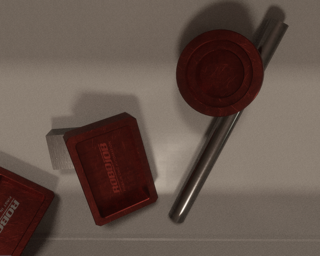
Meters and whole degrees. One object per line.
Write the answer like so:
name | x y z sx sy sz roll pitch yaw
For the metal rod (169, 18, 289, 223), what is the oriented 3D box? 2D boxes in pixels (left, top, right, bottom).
metal rod | 0.083 0.003 0.413 0.025 0.025 0.298 22 108 -8

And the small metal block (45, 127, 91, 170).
small metal block | -0.121 0.027 0.420 0.050 0.025 0.050 -4 110 1

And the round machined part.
round machined part | 0.072 -0.064 0.367 0.098 0.042 0.097 4 101 21

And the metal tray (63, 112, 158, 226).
metal tray | -0.062 0.054 0.410 0.091 0.030 0.129 -21 111 -17

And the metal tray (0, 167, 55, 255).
metal tray | -0.210 0.125 0.401 0.090 0.130 0.030 29 142 -9
